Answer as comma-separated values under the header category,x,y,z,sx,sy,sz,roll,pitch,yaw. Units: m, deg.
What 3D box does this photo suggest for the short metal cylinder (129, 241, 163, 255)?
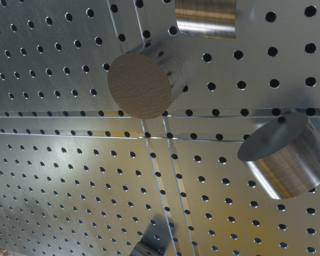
category,x,y,z,sx,sy,sz,roll,pitch,yaw
short metal cylinder,-0.035,0.250,0.547,0.050,0.080,0.079,27,128,11

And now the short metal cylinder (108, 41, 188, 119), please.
category,x,y,z,sx,sy,sz,roll,pitch,yaw
short metal cylinder,-0.014,-0.057,0.366,0.080,0.050,0.079,13,124,21

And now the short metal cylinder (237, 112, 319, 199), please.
category,x,y,z,sx,sy,sz,roll,pitch,yaw
short metal cylinder,0.130,0.028,0.324,0.080,0.080,0.050,-31,101,37

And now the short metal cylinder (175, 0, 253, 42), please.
category,x,y,z,sx,sy,sz,roll,pitch,yaw
short metal cylinder,0.052,-0.120,0.274,0.050,0.080,0.079,13,124,21
